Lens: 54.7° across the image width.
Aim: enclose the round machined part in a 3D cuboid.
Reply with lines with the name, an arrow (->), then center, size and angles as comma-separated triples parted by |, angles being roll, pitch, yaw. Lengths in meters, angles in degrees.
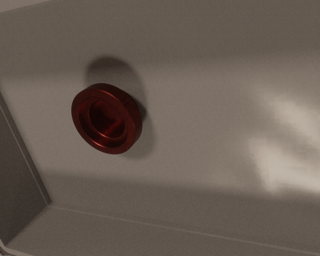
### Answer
round machined part -> -0.067, -0.016, 0.421 | 0.098, 0.042, 0.097 | 13, 124, 20
